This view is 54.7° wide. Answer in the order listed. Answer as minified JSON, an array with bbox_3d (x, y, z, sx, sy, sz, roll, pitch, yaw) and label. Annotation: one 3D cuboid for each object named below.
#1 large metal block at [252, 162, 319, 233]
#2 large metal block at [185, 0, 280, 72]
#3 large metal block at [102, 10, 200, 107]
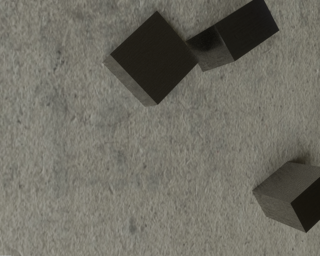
[{"bbox_3d":[0.200,0.097,0.456,0.080,0.080,0.050,-34,101,-17],"label":"large metal block"},{"bbox_3d":[0.094,-0.123,0.416,0.080,0.080,0.050,-36,102,-17],"label":"large metal block"},{"bbox_3d":[-0.012,-0.084,0.392,0.080,0.050,0.080,46,75,-15],"label":"large metal block"}]
